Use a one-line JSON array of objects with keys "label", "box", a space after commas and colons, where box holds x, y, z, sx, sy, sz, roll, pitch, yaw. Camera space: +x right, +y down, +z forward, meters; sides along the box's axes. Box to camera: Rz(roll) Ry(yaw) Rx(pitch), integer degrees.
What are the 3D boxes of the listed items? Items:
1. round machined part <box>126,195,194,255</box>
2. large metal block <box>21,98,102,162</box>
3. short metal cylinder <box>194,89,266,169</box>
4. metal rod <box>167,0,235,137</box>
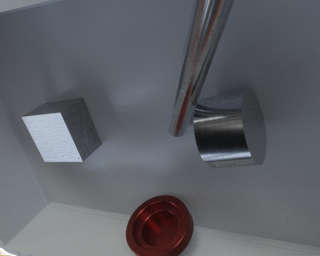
[{"label": "round machined part", "box": [0.003, 0.152, 0.455, 0.098, 0.098, 0.042, -4, 133, 30]}, {"label": "large metal block", "box": [-0.147, 0.004, 0.470, 0.080, 0.050, 0.080, -4, 117, 29]}, {"label": "short metal cylinder", "box": [0.077, 0.002, 0.333, 0.050, 0.080, 0.080, -10, 114, 32]}, {"label": "metal rod", "box": [0.031, -0.058, 0.262, 0.025, 0.025, 0.299, 30, 159, 9]}]
